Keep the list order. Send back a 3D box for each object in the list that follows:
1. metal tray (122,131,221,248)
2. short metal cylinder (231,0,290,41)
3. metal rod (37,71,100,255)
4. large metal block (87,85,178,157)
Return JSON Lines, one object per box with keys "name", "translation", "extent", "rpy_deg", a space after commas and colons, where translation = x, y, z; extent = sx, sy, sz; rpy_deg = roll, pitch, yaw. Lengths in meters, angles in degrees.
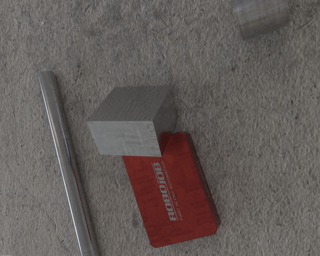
{"name": "metal tray", "translation": [0.014, 0.079, 0.401], "extent": [0.090, 0.030, 0.129], "rpy_deg": [-21, 83, 18]}
{"name": "short metal cylinder", "translation": [0.106, -0.143, 0.342], "extent": [0.050, 0.080, 0.080], "rpy_deg": [-16, 85, 19]}
{"name": "metal rod", "translation": [-0.134, 0.061, 0.456], "extent": [0.025, 0.025, 0.298], "rpy_deg": [-17, 84, 19]}
{"name": "large metal block", "translation": [-0.029, -0.011, 0.382], "extent": [0.080, 0.080, 0.050], "rpy_deg": [0, 126, 20]}
